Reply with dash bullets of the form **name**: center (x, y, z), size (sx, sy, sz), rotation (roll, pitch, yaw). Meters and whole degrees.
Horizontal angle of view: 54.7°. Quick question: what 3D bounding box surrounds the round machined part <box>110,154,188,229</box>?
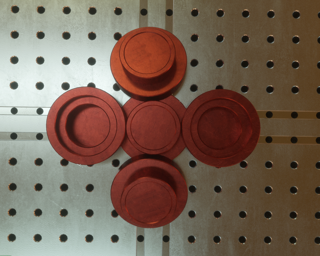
- **round machined part**: center (-0.014, 0.085, 0.393), size (0.099, 0.042, 0.097), rotation (0, 105, 0)

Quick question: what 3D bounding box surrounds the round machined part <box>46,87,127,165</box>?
- **round machined part**: center (-0.092, -0.003, 0.403), size (0.099, 0.042, 0.097), rotation (0, 90, -1)

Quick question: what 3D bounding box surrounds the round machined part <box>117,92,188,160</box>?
- **round machined part**: center (-0.008, -0.001, 0.404), size (0.099, 0.042, 0.097), rotation (0, 90, -1)

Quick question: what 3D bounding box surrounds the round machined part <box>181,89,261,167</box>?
- **round machined part**: center (0.076, 0.000, 0.405), size (0.099, 0.042, 0.097), rotation (0, 90, -1)

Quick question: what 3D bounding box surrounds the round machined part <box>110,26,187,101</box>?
- **round machined part**: center (-0.015, -0.086, 0.393), size (0.099, 0.042, 0.098), rotation (0, 76, 1)
